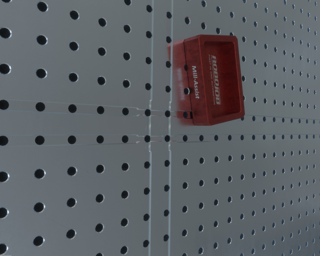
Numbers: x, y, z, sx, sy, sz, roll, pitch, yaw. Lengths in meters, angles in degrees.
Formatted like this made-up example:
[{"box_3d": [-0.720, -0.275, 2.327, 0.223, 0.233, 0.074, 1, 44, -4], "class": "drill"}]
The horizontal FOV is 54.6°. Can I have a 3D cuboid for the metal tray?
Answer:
[{"box_3d": [0.086, -0.074, 0.476, 0.091, 0.030, 0.129, -13, 98, -39], "class": "metal tray"}]
